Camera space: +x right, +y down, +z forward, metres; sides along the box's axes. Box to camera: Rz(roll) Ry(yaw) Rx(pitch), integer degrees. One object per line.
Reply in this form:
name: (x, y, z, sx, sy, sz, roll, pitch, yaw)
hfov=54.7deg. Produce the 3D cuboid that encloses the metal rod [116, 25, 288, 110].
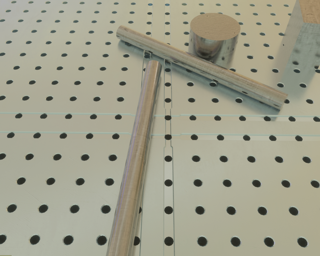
metal rod: (0.054, -0.103, 0.495, 0.300, 0.025, 0.025, 29, 56, 21)

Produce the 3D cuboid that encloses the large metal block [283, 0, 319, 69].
large metal block: (0.242, -0.156, 0.506, 0.050, 0.080, 0.080, 8, 51, 6)

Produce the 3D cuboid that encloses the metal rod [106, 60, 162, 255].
metal rod: (-0.025, 0.017, 0.392, 0.025, 0.025, 0.300, 5, 50, 4)

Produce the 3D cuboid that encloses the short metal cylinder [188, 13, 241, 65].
short metal cylinder: (0.089, -0.149, 0.517, 0.081, 0.050, 0.080, 0, 50, 0)
